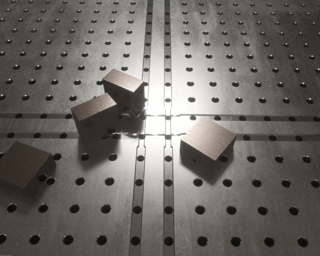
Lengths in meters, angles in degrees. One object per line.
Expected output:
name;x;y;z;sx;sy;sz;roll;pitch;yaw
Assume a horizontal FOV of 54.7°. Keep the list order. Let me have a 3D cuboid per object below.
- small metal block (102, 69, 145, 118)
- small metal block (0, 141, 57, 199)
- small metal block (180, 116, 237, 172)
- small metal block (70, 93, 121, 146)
small metal block;-0.049;-0.048;0.431;0.050;0.050;0.025;24;54;19
small metal block;-0.161;0.049;0.365;0.050;0.025;0.050;17;52;13
small metal block;0.061;0.019;0.392;0.050;0.025;0.050;32;57;24
small metal block;-0.082;-0.011;0.400;0.050;0.050;0.025;-28;56;-22
